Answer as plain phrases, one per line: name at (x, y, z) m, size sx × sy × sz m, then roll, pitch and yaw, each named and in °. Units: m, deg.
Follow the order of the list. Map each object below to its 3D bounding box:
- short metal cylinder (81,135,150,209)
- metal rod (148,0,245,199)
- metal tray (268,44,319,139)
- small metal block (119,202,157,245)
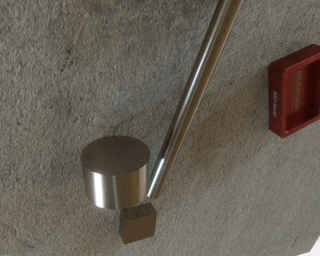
short metal cylinder at (-0.052, 0.051, 0.376) m, size 0.081 × 0.080 × 0.050 m, roll -12°, pitch 124°, yaw -22°
metal rod at (0.035, -0.026, 0.391) m, size 0.025 × 0.025 × 0.298 m, roll 2°, pitch 124°, yaw -30°
metal tray at (0.218, -0.056, 0.491) m, size 0.091 × 0.030 × 0.129 m, roll -26°, pitch 128°, yaw -13°
small metal block at (-0.035, 0.148, 0.481) m, size 0.050 × 0.025 × 0.050 m, roll -8°, pitch 122°, yaw -25°
